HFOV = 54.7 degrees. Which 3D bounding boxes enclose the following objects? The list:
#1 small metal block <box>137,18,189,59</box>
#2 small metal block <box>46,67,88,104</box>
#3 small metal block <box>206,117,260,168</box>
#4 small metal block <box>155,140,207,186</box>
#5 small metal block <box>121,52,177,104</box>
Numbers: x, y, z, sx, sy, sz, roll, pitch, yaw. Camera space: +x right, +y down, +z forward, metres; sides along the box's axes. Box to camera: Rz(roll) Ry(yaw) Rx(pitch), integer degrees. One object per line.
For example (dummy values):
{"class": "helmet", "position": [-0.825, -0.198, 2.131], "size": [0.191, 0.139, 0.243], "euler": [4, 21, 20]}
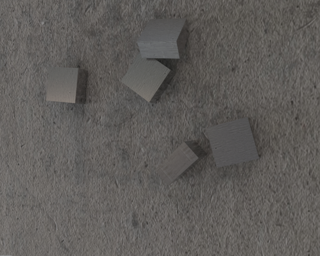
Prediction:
{"class": "small metal block", "position": [0.005, -0.114, 0.393], "size": [0.050, 0.025, 0.050], "euler": [6, 51, 20]}
{"class": "small metal block", "position": [-0.137, -0.063, 0.457], "size": [0.050, 0.025, 0.050], "euler": [6, 92, 19]}
{"class": "small metal block", "position": [0.089, 0.017, 0.377], "size": [0.050, 0.025, 0.050], "euler": [-16, 85, 19]}
{"class": "small metal block", "position": [0.027, 0.042, 0.386], "size": [0.050, 0.050, 0.025], "euler": [-44, 76, 14]}
{"class": "small metal block", "position": [-0.015, -0.068, 0.414], "size": [0.050, 0.025, 0.050], "euler": [38, 102, 16]}
